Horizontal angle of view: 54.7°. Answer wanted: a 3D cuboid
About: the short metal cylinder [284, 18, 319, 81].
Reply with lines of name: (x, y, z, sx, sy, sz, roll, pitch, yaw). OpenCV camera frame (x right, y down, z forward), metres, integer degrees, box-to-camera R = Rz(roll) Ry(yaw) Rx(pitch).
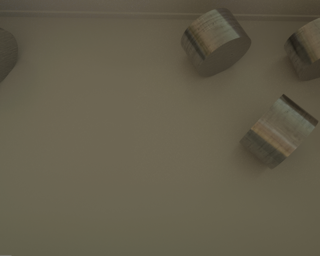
short metal cylinder: (0.220, -0.108, 0.423, 0.081, 0.080, 0.050, -16, 71, -6)

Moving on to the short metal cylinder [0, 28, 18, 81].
short metal cylinder: (-0.241, -0.104, 0.415, 0.050, 0.080, 0.080, 27, 72, 9)

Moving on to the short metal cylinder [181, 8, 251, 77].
short metal cylinder: (0.076, -0.115, 0.423, 0.080, 0.080, 0.050, -25, 72, -9)

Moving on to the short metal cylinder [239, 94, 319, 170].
short metal cylinder: (0.144, 0.005, 0.381, 0.050, 0.080, 0.080, 43, 75, 13)
